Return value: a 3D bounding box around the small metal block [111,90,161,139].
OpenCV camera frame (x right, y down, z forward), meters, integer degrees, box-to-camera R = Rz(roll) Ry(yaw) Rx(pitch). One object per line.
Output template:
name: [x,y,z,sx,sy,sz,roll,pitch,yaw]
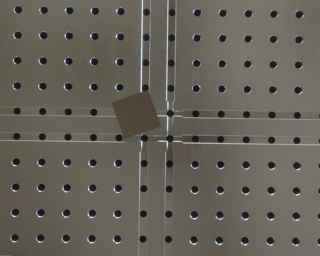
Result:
small metal block: [-0.031,-0.018,0.413,0.050,0.025,0.050,-20,90,0]
